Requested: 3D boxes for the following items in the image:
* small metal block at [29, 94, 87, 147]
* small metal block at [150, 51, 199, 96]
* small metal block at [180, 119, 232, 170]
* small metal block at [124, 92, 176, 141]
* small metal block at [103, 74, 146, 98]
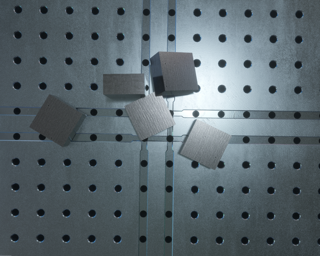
[{"bbox_3d":[-0.134,-0.010,0.413,0.050,0.025,0.050,31,90,0],"label":"small metal block"},{"bbox_3d":[0.018,-0.070,0.400,0.050,0.025,0.050,-6,83,-29],"label":"small metal block"},{"bbox_3d":[0.060,0.022,0.414,0.050,0.025,0.050,26,90,0],"label":"small metal block"},{"bbox_3d":[-0.013,-0.017,0.413,0.050,0.025,0.050,-26,90,0],"label":"small metal block"},{"bbox_3d":[-0.044,-0.053,0.401,0.050,0.050,0.025,-1,90,0],"label":"small metal block"}]
